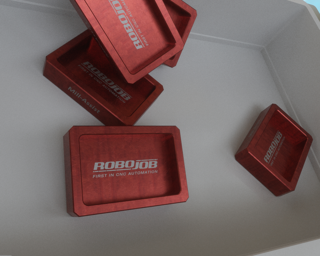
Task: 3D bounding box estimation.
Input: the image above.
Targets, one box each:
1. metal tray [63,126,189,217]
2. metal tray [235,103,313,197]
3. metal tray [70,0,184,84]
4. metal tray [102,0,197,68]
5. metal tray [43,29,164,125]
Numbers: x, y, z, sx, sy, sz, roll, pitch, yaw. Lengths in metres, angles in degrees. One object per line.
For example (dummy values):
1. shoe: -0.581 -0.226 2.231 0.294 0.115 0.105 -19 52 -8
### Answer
1. metal tray: -0.035 0.044 0.344 0.131 0.030 0.090 0 76 -29
2. metal tray: 0.182 0.030 0.484 0.090 0.030 0.131 42 51 1
3. metal tray: -0.038 -0.130 0.374 0.090 0.030 0.130 -37 118 -10
4. metal tray: -0.017 -0.148 0.428 0.131 0.090 0.030 17 9 -40
5. metal tray: -0.070 -0.062 0.402 0.130 0.030 0.090 39 51 -2
